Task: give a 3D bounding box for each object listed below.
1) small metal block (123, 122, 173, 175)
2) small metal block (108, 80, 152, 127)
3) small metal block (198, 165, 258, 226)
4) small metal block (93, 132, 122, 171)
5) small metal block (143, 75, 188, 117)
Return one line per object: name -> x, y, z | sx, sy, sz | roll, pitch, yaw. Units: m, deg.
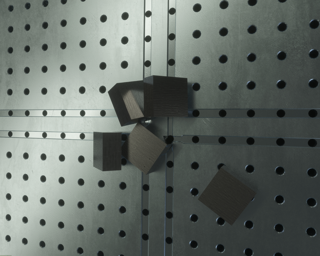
small metal block -> -0.020, 0.027, 0.420 | 0.050, 0.025, 0.050 | 37, 102, 16
small metal block -> -0.033, -0.034, 0.408 | 0.025, 0.050, 0.050 | -32, 77, 47
small metal block -> 0.084, 0.082, 0.383 | 0.050, 0.025, 0.050 | 36, 102, 16
small metal block -> -0.073, 0.030, 0.424 | 0.050, 0.025, 0.050 | -179, 89, -64
small metal block -> 0.007, -0.039, 0.395 | 0.025, 0.050, 0.050 | -1, 90, 59
